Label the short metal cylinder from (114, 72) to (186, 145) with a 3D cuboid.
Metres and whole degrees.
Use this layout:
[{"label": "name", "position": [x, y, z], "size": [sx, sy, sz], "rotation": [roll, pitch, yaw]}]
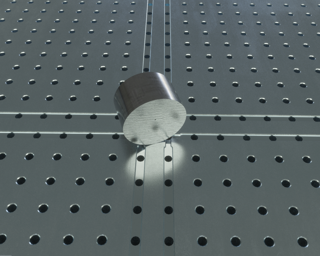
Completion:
[{"label": "short metal cylinder", "position": [-0.013, -0.024, 0.392], "size": [0.081, 0.080, 0.050], "rotation": [-14, 51, -12]}]
